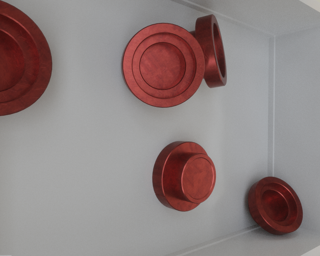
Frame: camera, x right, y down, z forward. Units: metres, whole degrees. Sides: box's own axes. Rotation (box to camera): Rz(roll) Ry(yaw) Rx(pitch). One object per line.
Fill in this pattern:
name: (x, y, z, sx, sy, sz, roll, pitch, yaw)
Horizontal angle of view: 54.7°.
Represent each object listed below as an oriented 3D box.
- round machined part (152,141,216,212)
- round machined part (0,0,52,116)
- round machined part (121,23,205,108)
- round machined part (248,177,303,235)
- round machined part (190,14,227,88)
round machined part: (0.040, 0.068, 0.432, 0.099, 0.042, 0.097, 0, 90, -40)
round machined part: (-0.151, -0.059, 0.270, 0.099, 0.042, 0.097, 0, 90, -40)
round machined part: (0.002, -0.076, 0.381, 0.099, 0.042, 0.097, -2, 100, -11)
round machined part: (0.197, 0.139, 0.545, 0.099, 0.042, 0.098, 12, 56, -18)
round machined part: (0.062, -0.103, 0.432, 0.098, 0.042, 0.097, -8, 90, -69)
